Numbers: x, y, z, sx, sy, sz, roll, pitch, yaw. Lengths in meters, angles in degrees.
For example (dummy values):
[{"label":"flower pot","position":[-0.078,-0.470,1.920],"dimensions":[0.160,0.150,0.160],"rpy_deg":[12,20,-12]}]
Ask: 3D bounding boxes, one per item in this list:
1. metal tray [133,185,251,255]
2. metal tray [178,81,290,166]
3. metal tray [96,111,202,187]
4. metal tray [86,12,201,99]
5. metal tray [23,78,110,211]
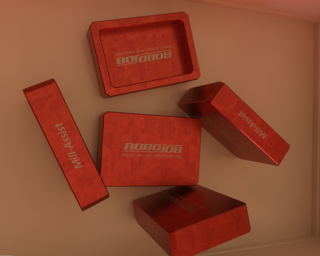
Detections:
[{"label":"metal tray","position":[0.030,0.101,0.364],"dimensions":[0.091,0.130,0.030],"rpy_deg":[-13,95,-20]},{"label":"metal tray","position":[0.095,-0.004,0.410],"dimensions":[0.130,0.090,0.030],"rpy_deg":[39,78,-16]},{"label":"metal tray","position":[-0.013,0.028,0.401],"dimensions":[0.131,0.030,0.089],"rpy_deg":[4,89,-21]},{"label":"metal tray","position":[-0.019,-0.095,0.400],"dimensions":[0.131,0.030,0.089],"rpy_deg":[-14,95,-20]},{"label":"metal tray","position":[-0.103,0.017,0.336],"dimensions":[0.030,0.090,0.129],"rpy_deg":[-26,99,-19]}]
